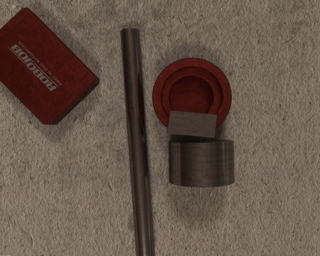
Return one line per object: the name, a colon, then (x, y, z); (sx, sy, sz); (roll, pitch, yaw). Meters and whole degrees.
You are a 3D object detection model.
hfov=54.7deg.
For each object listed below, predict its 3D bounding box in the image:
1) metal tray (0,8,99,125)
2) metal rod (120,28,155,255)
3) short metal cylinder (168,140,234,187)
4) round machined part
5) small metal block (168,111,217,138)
metal tray: (-0.157, -0.078, 0.405); (0.090, 0.030, 0.130); (-44, 91, 0)
metal rod: (-0.029, 0.021, 0.409); (0.025, 0.025, 0.298); (-4, 90, -1)
short metal cylinder: (0.051, 0.041, 0.383); (0.081, 0.080, 0.050); (-1, 90, -1)
round machined part: (0.040, -0.038, 0.402); (0.099, 0.042, 0.097); (0, 90, -1)
small metal block: (0.035, -0.004, 0.356); (0.050, 0.050, 0.025); (5, 90, -1)
